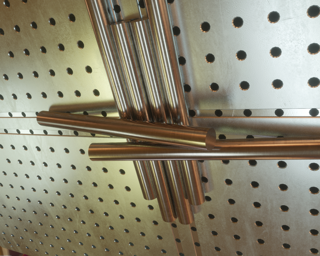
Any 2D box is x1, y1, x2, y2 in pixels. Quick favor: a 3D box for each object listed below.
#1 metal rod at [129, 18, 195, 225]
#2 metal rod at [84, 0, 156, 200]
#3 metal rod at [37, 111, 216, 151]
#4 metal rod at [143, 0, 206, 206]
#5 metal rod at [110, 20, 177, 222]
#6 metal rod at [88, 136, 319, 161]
[{"bbox_3d":[0.009,0.009,0.414,0.025,0.025,0.298,1,119,28],"label":"metal rod"},{"bbox_3d":[-0.045,-0.027,0.418,0.025,0.025,0.298,1,119,28],"label":"metal rod"},{"bbox_3d":[-0.067,-0.002,0.416,0.300,0.025,0.025,7,122,35],"label":"metal rod"},{"bbox_3d":[0.021,-0.028,0.382,0.025,0.025,0.298,1,119,28],"label":"metal rod"},{"bbox_3d":[-0.015,0.009,0.424,0.025,0.025,0.298,1,119,28],"label":"metal rod"},{"bbox_3d":[0.050,0.027,0.375,0.301,0.025,0.025,-2,118,19],"label":"metal rod"}]
